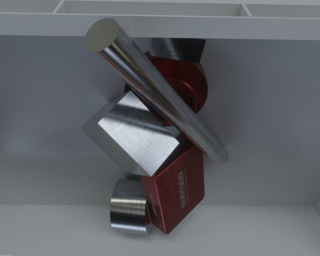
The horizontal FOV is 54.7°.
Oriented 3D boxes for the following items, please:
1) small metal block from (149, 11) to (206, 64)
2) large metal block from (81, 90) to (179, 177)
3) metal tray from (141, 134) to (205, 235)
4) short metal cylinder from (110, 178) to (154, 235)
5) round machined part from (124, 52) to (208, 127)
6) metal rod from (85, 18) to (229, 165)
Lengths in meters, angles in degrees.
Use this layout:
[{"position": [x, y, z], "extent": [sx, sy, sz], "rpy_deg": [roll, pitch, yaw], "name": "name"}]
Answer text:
[{"position": [0.016, -0.093, 0.314], "extent": [0.050, 0.050, 0.025], "rpy_deg": [8, 130, -7], "name": "small metal block"}, {"position": [-0.038, 0.009, 0.362], "extent": [0.080, 0.050, 0.080], "rpy_deg": [47, 158, -15], "name": "large metal block"}, {"position": [0.022, 0.079, 0.437], "extent": [0.030, 0.091, 0.129], "rpy_deg": [29, 143, 36], "name": "metal tray"}, {"position": [-0.037, 0.117, 0.468], "extent": [0.050, 0.080, 0.080], "rpy_deg": [1, 131, 12], "name": "short metal cylinder"}, {"position": [0.007, -0.040, 0.364], "extent": [0.099, 0.042, 0.097], "rpy_deg": [-1, 130, 0], "name": "round machined part"}, {"position": [0.025, -0.009, 0.321], "extent": [0.025, 0.025, 0.300], "rpy_deg": [-22, 153, 17], "name": "metal rod"}]
